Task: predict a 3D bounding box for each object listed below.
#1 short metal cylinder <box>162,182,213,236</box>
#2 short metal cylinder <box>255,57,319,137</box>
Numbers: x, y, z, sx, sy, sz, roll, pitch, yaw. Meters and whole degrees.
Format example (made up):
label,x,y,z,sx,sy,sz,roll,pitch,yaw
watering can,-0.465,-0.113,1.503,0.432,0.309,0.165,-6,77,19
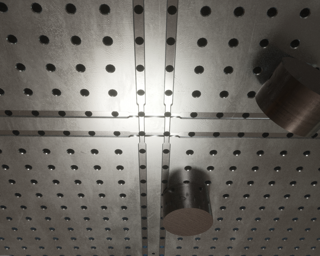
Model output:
label,x,y,z,sx,sy,sz,roll,pitch,yaw
short metal cylinder,0.044,0.134,0.511,0.081,0.050,0.079,-1,130,0
short metal cylinder,0.156,-0.036,0.348,0.081,0.080,0.050,17,128,-15
